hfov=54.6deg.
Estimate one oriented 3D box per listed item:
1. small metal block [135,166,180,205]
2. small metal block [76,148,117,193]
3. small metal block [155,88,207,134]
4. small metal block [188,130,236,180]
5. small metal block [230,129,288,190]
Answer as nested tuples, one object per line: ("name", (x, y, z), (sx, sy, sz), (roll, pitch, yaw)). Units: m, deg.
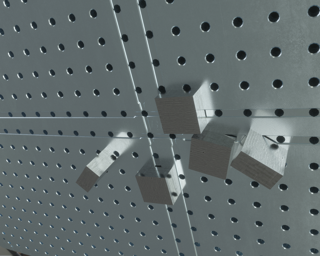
("small metal block", (-0.003, 0.086, 0.467), (0.050, 0.025, 0.050), (-1, 118, 29))
("small metal block", (-0.100, 0.067, 0.490), (0.025, 0.050, 0.050), (40, 129, 1))
("small metal block", (0.027, -0.020, 0.385), (0.050, 0.025, 0.050), (-1, 118, 28))
("small metal block", (0.066, 0.033, 0.397), (0.050, 0.025, 0.050), (15, 125, 20))
("small metal block", (0.115, 0.034, 0.356), (0.050, 0.050, 0.025), (31, 129, 8))
